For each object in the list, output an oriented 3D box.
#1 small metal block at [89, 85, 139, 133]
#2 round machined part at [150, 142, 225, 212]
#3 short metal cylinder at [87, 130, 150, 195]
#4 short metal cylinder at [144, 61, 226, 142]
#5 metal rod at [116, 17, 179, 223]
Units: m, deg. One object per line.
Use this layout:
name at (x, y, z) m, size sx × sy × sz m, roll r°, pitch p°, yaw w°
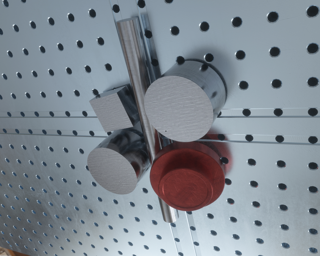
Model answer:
small metal block at (-0.060, -0.025, 0.422) m, size 0.050 × 0.025 × 0.050 m, roll -12°, pitch 113°, yaw 33°
round machined part at (0.035, 0.069, 0.404) m, size 0.099 × 0.042 × 0.097 m, roll 4°, pitch 117°, yaw 8°
short metal cylinder at (-0.057, 0.049, 0.450) m, size 0.080 × 0.050 × 0.079 m, roll 13°, pitch 124°, yaw 21°
short metal cylinder at (0.029, -0.031, 0.355) m, size 0.080 × 0.050 × 0.079 m, roll 13°, pitch 124°, yaw 21°
metal rod at (-0.010, 0.008, 0.416) m, size 0.025 × 0.025 × 0.298 m, roll 3°, pitch 120°, yaw 27°
